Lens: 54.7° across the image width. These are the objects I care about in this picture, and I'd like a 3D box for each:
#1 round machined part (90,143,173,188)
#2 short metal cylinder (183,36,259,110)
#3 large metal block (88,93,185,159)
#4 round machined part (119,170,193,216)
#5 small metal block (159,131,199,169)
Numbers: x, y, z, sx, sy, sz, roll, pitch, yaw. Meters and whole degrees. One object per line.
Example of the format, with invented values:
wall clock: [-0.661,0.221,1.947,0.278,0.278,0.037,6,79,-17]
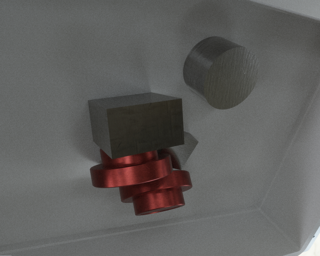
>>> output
round machined part: [-0.036,0.040,0.378,0.099,0.098,0.042,-10,91,-24]
short metal cylinder: [0.077,-0.070,0.393,0.081,0.050,0.079,-14,125,-21]
large metal block: [-0.029,-0.007,0.346,0.081,0.080,0.050,-10,105,-23]
round machined part: [-0.003,0.091,0.421,0.099,0.042,0.098,-11,161,-4]
small metal block: [0.018,0.028,0.438,0.050,0.025,0.050,19,108,-36]
